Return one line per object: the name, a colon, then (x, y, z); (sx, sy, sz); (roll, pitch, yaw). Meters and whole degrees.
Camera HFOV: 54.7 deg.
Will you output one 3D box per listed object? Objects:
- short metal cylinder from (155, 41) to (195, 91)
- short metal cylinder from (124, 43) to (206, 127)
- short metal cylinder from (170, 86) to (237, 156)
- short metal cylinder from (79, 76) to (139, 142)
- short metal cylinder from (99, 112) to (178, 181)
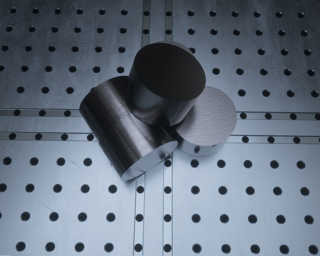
short metal cylinder: (0.009, -0.071, 0.423); (0.081, 0.050, 0.080); (0, 70, 0)
short metal cylinder: (0.004, -0.048, 0.348); (0.081, 0.050, 0.080); (10, 56, -15)
short metal cylinder: (0.054, -0.008, 0.401); (0.081, 0.050, 0.080); (0, 70, 0)
short metal cylinder: (-0.053, -0.020, 0.389); (0.080, 0.080, 0.050); (-32, 74, -11)
short metal cylinder: (-0.026, 0.020, 0.375); (0.080, 0.080, 0.050); (-32, 74, -11)
